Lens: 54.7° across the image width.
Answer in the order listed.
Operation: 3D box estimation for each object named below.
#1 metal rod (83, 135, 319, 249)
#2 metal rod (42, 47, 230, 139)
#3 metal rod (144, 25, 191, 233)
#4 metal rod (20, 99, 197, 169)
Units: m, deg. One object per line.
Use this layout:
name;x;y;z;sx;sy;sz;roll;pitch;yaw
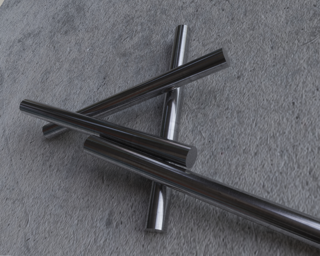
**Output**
metal rod;0.041;0.061;0.320;0.300;0.025;0.025;18;71;27
metal rod;-0.049;-0.039;0.431;0.300;0.025;0.025;-19;54;25
metal rod;0.015;-0.019;0.407;0.025;0.025;0.300;-6;59;25
metal rod;-0.089;-0.001;0.413;0.300;0.025;0.025;15;70;32
